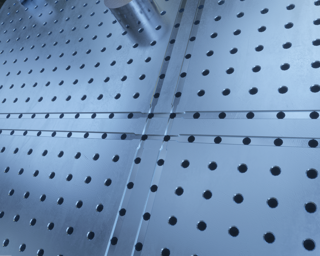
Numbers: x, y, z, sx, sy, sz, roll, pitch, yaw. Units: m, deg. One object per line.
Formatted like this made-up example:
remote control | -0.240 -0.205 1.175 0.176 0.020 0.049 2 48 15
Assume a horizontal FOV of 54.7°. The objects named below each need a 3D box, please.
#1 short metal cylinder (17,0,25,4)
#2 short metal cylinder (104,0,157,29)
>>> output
short metal cylinder | -0.371 -0.368 0.794 0.050 0.080 0.080 -48 51 -5
short metal cylinder | -0.053 -0.226 0.559 0.080 0.050 0.080 -13 56 21
